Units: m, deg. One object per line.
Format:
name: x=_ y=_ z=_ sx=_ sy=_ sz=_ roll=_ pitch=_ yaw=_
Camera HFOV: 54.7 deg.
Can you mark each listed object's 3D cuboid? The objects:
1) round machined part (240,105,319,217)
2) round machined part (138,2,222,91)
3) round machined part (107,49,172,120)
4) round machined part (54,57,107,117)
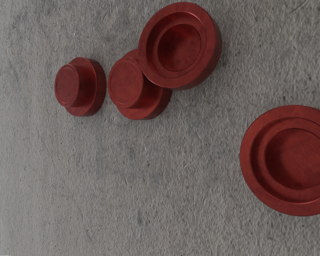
round machined part: x=0.129 y=0.028 z=0.288 sx=0.098 sy=0.042 sz=0.097 roll=0 pitch=90 yaw=40
round machined part: x=0.026 y=-0.092 z=0.365 sx=0.098 sy=0.042 sz=0.097 roll=-3 pitch=84 yaw=29
round machined part: x=-0.034 y=-0.059 z=0.422 sx=0.098 sy=0.042 sz=0.097 roll=0 pitch=90 yaw=40
round machined part: x=-0.136 y=-0.068 z=0.506 sx=0.098 sy=0.042 sz=0.097 roll=0 pitch=90 yaw=40
